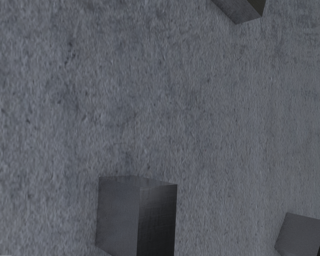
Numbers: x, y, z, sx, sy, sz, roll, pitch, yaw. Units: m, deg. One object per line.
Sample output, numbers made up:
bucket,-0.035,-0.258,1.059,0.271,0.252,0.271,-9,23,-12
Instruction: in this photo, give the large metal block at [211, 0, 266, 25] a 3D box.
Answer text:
large metal block,0.130,-0.229,0.499,0.080,0.050,0.080,27,73,-37

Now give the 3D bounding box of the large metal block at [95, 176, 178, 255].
large metal block,-0.028,0.099,0.347,0.050,0.080,0.080,5,87,-40

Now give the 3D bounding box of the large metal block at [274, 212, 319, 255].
large metal block,0.287,0.223,0.614,0.050,0.080,0.080,48,62,-30
